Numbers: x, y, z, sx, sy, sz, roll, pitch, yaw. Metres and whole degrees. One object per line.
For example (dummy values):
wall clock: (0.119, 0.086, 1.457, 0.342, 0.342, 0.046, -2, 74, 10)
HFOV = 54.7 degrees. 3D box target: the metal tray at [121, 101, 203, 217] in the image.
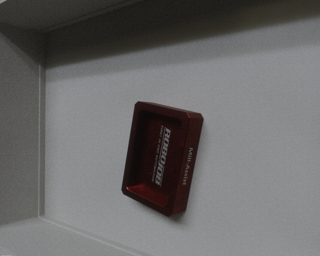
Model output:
metal tray: (0.000, 0.036, 0.401, 0.090, 0.030, 0.129, 16, 100, 38)
